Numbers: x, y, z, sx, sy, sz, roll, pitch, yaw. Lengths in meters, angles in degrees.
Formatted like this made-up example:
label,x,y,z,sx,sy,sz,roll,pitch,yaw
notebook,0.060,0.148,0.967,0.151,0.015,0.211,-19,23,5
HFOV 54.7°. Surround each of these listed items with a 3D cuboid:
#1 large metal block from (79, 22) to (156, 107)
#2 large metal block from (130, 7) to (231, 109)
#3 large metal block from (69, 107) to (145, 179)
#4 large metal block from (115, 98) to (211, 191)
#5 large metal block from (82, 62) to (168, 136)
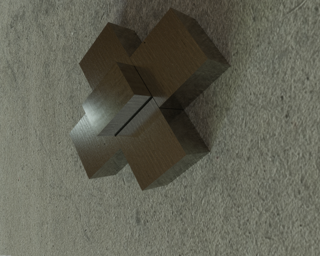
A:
label,x,y,z,sx,sy,sz,roll,pitch,yaw
large metal block,-0.059,-0.085,0.435,0.080,0.050,0.080,-44,64,31
large metal block,0.022,-0.079,0.370,0.080,0.050,0.080,-44,64,31
large metal block,-0.077,0.017,0.451,0.080,0.050,0.080,-44,64,31
large metal block,0.001,0.020,0.386,0.080,0.050,0.080,-44,64,31
large metal block,-0.039,-0.033,0.400,0.080,0.081,0.050,-44,64,31
